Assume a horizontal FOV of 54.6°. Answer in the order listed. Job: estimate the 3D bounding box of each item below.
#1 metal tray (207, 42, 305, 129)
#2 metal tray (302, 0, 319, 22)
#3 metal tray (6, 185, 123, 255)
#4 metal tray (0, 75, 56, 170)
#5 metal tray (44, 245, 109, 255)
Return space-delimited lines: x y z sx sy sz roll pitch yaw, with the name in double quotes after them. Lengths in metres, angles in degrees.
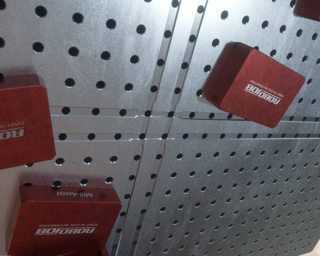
0.142 -0.057 0.450 0.131 0.030 0.090 15 110 -34 "metal tray"
0.252 -0.211 0.414 0.091 0.030 0.129 -7 122 -25 "metal tray"
-0.126 0.125 0.415 0.131 0.030 0.089 10 113 -33 "metal tray"
-0.179 0.000 0.310 0.131 0.030 0.089 -11 123 -23 "metal tray"
-0.130 0.214 0.429 0.131 0.090 0.030 -3 120 -27 "metal tray"
